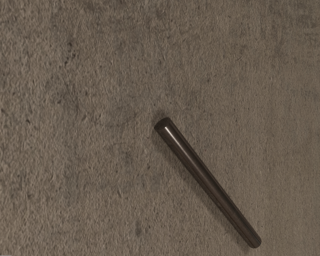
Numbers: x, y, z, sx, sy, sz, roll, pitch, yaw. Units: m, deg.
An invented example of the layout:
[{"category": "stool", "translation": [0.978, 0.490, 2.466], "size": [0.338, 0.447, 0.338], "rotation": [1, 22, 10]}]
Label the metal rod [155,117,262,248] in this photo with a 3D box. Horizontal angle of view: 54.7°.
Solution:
[{"category": "metal rod", "translation": [0.086, 0.098, 0.479], "size": [0.300, 0.025, 0.025], "rotation": [52, 60, -28]}]
